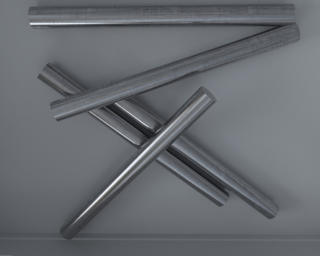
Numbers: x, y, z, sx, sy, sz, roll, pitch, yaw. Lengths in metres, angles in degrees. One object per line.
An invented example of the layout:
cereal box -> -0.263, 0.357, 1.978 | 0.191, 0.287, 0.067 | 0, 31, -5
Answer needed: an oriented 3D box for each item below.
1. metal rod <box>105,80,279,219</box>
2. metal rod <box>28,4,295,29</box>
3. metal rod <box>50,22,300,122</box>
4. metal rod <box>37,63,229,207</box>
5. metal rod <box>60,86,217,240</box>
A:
metal rod -> 0.049, 0.037, 0.425 | 0.301, 0.025, 0.025 | 37, 106, -13
metal rod -> 0.003, -0.131, 0.362 | 0.302, 0.025, 0.025 | -1, 110, -1
metal rod -> 0.018, -0.067, 0.369 | 0.302, 0.025, 0.025 | -19, 109, 0
metal rod -> -0.026, 0.016, 0.416 | 0.301, 0.025, 0.025 | 37, 106, -13
metal rod -> -0.042, 0.059, 0.410 | 0.025, 0.025, 0.299 | 39, 113, -14
